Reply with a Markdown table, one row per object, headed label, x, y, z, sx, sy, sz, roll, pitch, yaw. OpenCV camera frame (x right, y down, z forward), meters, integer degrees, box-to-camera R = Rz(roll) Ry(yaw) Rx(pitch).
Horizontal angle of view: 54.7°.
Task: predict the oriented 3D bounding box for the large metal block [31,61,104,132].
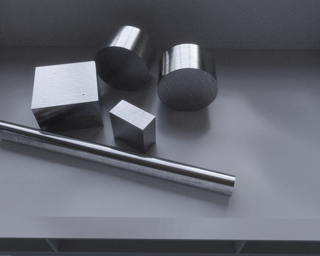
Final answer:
| label | x | y | z | sx | sy | sz | roll | pitch | yaw |
| --- | --- | --- | --- | --- | --- | --- | --- | --- | --- |
| large metal block | -0.123 | -0.043 | 0.423 | 0.081 | 0.050 | 0.080 | -8 | 51 | -7 |

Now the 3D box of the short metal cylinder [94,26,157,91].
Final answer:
| label | x | y | z | sx | sy | sz | roll | pitch | yaw |
| --- | --- | --- | --- | --- | --- | --- | --- | --- | --- |
| short metal cylinder | -0.049 | -0.101 | 0.453 | 0.080 | 0.080 | 0.050 | 9 | 51 | 7 |

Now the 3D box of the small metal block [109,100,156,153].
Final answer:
| label | x | y | z | sx | sy | sz | roll | pitch | yaw |
| --- | --- | --- | --- | --- | --- | --- | --- | --- | --- |
| small metal block | -0.033 | -0.001 | 0.389 | 0.050 | 0.050 | 0.025 | 28 | 55 | 21 |

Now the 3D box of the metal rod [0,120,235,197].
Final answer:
| label | x | y | z | sx | sy | sz | roll | pitch | yaw |
| --- | --- | --- | --- | --- | --- | --- | --- | --- | --- |
| metal rod | -0.063 | 0.034 | 0.375 | 0.301 | 0.025 | 0.025 | 12 | 51 | 10 |

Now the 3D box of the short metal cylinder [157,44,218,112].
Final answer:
| label | x | y | z | sx | sy | sz | roll | pitch | yaw |
| --- | --- | --- | --- | --- | --- | --- | --- | --- | --- |
| short metal cylinder | 0.037 | -0.068 | 0.427 | 0.081 | 0.080 | 0.050 | 2 | 50 | 1 |
